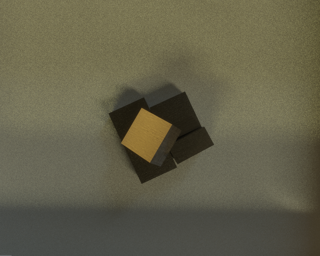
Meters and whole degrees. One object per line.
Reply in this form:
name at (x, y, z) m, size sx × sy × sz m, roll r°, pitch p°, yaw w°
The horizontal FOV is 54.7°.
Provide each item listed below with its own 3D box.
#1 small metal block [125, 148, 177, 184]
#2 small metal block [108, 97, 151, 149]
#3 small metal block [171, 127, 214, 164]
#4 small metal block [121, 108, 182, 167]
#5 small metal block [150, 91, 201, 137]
small metal block at (-0.011, 0.039, 0.410) m, size 0.050 × 0.025 × 0.050 m, roll -25°, pitch 90°, yaw -1°
small metal block at (-0.033, -0.007, 0.409) m, size 0.050 × 0.025 × 0.050 m, roll -25°, pitch 90°, yaw -1°
small metal block at (0.037, 0.021, 0.398) m, size 0.050 × 0.050 × 0.025 m, roll -28°, pitch 90°, yaw -1°
small metal block at (-0.011, 0.011, 0.372) m, size 0.050 × 0.025 × 0.050 m, roll 30°, pitch 90°, yaw 34°
small metal block at (0.020, -0.014, 0.410) m, size 0.050 × 0.025 × 0.050 m, roll -25°, pitch 90°, yaw -1°
